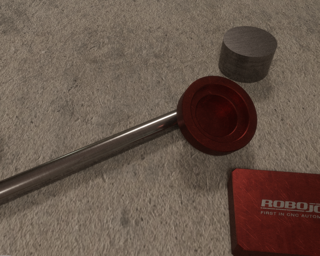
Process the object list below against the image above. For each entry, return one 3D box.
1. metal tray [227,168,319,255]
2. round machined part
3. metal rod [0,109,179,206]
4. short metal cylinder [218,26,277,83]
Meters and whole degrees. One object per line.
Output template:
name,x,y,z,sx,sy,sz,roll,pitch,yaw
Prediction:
metal tray,0.141,0.092,0.325,0.131,0.030,0.090,4,50,3
round machined part,0.067,-0.012,0.388,0.099,0.042,0.098,5,70,-15
metal rod,-0.083,0.033,0.374,0.302,0.025,0.025,-23,54,-19
short metal cylinder,0.136,-0.116,0.486,0.081,0.050,0.080,0,50,0
